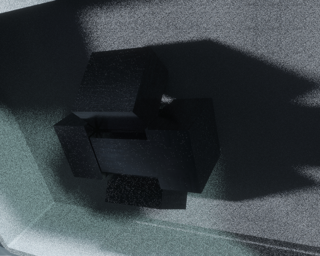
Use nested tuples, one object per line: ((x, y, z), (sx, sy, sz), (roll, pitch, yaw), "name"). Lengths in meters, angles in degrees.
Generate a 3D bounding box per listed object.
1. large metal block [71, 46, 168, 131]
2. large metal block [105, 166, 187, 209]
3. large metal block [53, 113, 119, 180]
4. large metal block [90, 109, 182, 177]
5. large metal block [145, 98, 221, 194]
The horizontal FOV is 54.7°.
((-0.044, -0.043, 0.360), (0.080, 0.080, 0.050), (2, 157, 27), "large metal block")
((-0.015, 0.080, 0.420), (0.080, 0.080, 0.050), (0, 77, 27), "large metal block")
((-0.087, 0.013, 0.426), (0.050, 0.080, 0.080), (1, 119, 28), "large metal block")
((-0.027, 0.015, 0.395), (0.080, 0.080, 0.050), (1, 119, 28), "large metal block")
((0.031, 0.018, 0.366), (0.050, 0.080, 0.080), (1, 119, 28), "large metal block")
